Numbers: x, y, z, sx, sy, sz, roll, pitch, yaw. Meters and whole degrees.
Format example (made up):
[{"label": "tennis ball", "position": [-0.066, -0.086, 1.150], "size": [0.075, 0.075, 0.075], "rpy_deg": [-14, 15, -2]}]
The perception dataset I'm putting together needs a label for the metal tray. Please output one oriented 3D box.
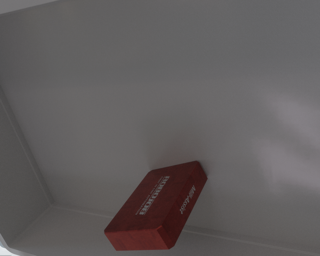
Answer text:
[{"label": "metal tray", "position": [-0.001, 0.097, 0.402], "size": [0.090, 0.131, 0.030], "rpy_deg": [-17, 109, 35]}]
